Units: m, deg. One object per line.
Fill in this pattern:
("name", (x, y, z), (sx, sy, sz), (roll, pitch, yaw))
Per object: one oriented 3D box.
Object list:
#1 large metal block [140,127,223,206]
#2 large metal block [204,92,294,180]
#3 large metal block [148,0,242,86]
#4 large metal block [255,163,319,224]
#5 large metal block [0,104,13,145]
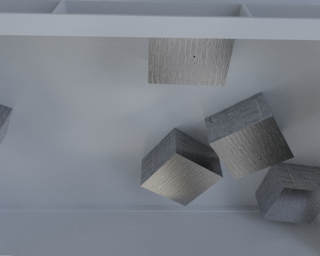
("large metal block", (0.029, 0.058, 0.442), (0.080, 0.050, 0.080), (29, 124, -23))
("large metal block", (0.116, 0.012, 0.405), (0.080, 0.050, 0.080), (-26, 126, 20))
("large metal block", (0.030, -0.091, 0.316), (0.081, 0.050, 0.079), (2, 130, -2))
("large metal block", (0.207, 0.102, 0.483), (0.081, 0.050, 0.079), (7, 130, -7))
("large metal block", (-0.238, 0.004, 0.373), (0.080, 0.080, 0.050), (21, 127, -17))
